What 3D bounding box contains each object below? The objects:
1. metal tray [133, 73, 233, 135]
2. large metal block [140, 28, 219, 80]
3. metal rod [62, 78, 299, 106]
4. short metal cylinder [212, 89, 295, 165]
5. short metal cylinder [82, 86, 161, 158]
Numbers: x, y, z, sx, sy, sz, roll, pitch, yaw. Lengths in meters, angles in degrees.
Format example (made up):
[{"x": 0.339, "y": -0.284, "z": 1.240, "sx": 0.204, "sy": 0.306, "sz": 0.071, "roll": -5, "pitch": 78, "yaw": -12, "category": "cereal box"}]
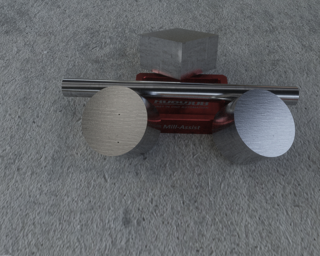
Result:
[{"x": 0.030, "y": -0.036, "z": 0.432, "sx": 0.131, "sy": 0.030, "sz": 0.090, "roll": 2, "pitch": 50, "yaw": 1, "category": "metal tray"}, {"x": 0.028, "y": -0.112, "z": 0.455, "sx": 0.080, "sy": 0.050, "sz": 0.081, "roll": 24, "pitch": 36, "yaw": 39, "category": "large metal block"}, {"x": 0.025, "y": -0.048, "z": 0.406, "sx": 0.302, "sy": 0.025, "sz": 0.025, "roll": 2, "pitch": 50, "yaw": 2, "category": "metal rod"}, {"x": 0.110, "y": 0.000, "z": 0.368, "sx": 0.081, "sy": 0.050, "sz": 0.080, "roll": 6, "pitch": 72, "yaw": -18, "category": "short metal cylinder"}, {"x": -0.044, "y": -0.005, "z": 0.369, "sx": 0.080, "sy": 0.050, "sz": 0.080, "roll": -3, "pitch": 81, "yaw": 17, "category": "short metal cylinder"}]
